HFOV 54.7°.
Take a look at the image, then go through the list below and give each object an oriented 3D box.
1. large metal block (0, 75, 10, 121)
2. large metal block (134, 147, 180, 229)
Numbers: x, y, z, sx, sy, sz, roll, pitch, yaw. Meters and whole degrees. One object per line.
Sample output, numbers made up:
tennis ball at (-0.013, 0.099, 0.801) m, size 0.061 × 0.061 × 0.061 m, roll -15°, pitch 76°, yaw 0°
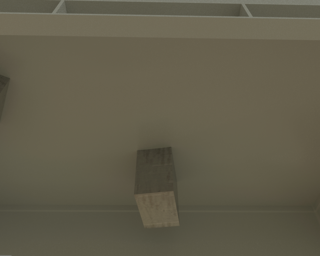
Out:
large metal block at (-0.234, -0.030, 0.364) m, size 0.080 × 0.050 × 0.079 m, roll 21°, pitch 127°, yaw -18°
large metal block at (-0.003, 0.086, 0.446) m, size 0.050 × 0.080 × 0.080 m, roll -6°, pitch 130°, yaw 5°
